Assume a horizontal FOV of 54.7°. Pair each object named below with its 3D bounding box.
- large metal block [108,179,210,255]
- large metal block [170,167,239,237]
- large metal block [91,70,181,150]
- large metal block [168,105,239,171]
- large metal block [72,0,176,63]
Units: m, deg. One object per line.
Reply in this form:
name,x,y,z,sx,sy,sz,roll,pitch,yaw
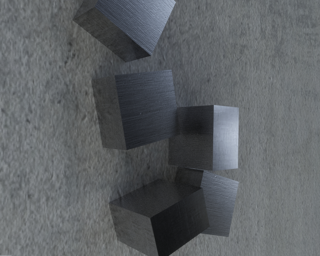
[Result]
large metal block,-0.001,0.104,0.370,0.081,0.080,0.050,-19,103,-39
large metal block,0.062,0.105,0.443,0.080,0.050,0.080,22,76,-38
large metal block,-0.027,-0.023,0.368,0.081,0.050,0.079,-14,99,-39
large metal block,0.058,0.012,0.420,0.050,0.080,0.079,2,89,-40
large metal block,-0.039,-0.135,0.357,0.080,0.050,0.080,35,68,-35
